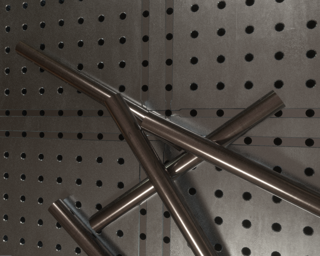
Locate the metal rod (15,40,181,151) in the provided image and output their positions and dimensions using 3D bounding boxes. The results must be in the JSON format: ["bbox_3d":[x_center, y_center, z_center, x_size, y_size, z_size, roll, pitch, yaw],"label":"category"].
[{"bbox_3d":[-0.092,-0.053,0.443,0.301,0.025,0.025,30,100,17],"label":"metal rod"}]

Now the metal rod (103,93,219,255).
[{"bbox_3d":[0.018,0.091,0.382,0.025,0.025,0.299,-32,89,17],"label":"metal rod"}]

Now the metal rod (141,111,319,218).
[{"bbox_3d":[0.116,0.055,0.352,0.301,0.025,0.025,26,99,10],"label":"metal rod"}]

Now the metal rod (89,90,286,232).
[{"bbox_3d":[0.024,0.051,0.403,0.300,0.025,0.025,-37,79,16],"label":"metal rod"}]

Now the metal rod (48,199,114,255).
[{"bbox_3d":[-0.050,0.213,0.429,0.300,0.025,0.025,42,103,14],"label":"metal rod"}]
